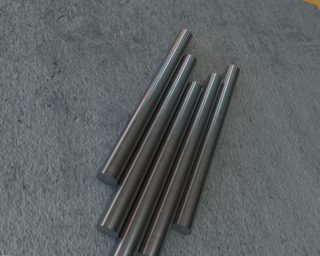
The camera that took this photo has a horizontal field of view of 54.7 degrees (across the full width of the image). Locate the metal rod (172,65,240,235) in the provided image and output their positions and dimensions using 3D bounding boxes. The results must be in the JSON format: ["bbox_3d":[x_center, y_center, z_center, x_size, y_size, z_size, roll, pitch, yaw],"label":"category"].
[{"bbox_3d":[0.075,0.008,0.442,0.025,0.025,0.301,32,52,-8],"label":"metal rod"}]

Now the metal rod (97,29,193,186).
[{"bbox_3d":[-0.007,-0.050,0.433,0.025,0.025,0.301,32,52,-8],"label":"metal rod"}]

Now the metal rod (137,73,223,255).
[{"bbox_3d":[0.038,0.028,0.410,0.025,0.025,0.301,32,52,-8],"label":"metal rod"}]

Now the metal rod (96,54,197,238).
[{"bbox_3d":[-0.003,-0.002,0.406,0.025,0.025,0.301,32,51,-8],"label":"metal rod"}]

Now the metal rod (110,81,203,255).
[{"bbox_3d":[0.003,0.045,0.381,0.025,0.025,0.301,32,51,-8],"label":"metal rod"}]
